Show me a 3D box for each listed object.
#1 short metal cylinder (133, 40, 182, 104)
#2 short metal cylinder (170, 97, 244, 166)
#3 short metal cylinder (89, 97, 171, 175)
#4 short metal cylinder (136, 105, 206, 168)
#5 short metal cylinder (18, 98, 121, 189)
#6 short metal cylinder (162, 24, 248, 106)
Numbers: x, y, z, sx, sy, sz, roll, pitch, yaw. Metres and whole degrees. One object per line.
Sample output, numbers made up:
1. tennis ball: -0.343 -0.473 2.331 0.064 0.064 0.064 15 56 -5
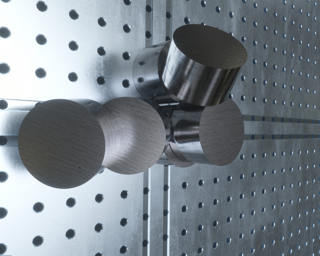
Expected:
1. short metal cylinder: 0.012 -0.071 0.402 0.081 0.050 0.079 0 90 -40
2. short metal cylinder: 0.056 0.003 0.372 0.081 0.050 0.079 0 90 -40
3. short metal cylinder: -0.030 0.006 0.338 0.050 0.080 0.079 -33 118 -80
4. short metal cylinder: 0.016 0.009 0.405 0.081 0.050 0.079 0 90 -40
5. short metal cylinder: -0.083 0.012 0.295 0.050 0.080 0.079 -37 122 -81
6. short metal cylinder: 0.047 -0.070 0.338 0.081 0.080 0.050 -30 152 -36
